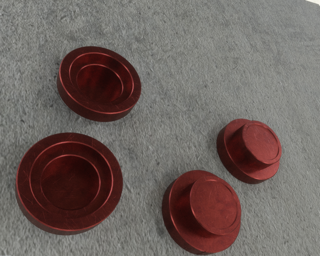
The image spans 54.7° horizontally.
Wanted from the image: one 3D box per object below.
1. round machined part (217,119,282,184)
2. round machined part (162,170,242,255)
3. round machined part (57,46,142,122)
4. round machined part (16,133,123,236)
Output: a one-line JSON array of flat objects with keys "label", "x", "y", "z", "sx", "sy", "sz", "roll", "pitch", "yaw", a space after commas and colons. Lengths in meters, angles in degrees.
[{"label": "round machined part", "x": 0.135, "y": 0.028, "z": 0.448, "sx": 0.099, "sy": 0.042, "sz": 0.098, "roll": 14, "pitch": 56, "yaw": -21}, {"label": "round machined part", "x": 0.055, "y": 0.095, "z": 0.365, "sx": 0.099, "sy": 0.042, "sz": 0.098, "roll": 14, "pitch": 56, "yaw": -21}, {"label": "round machined part", "x": -0.076, "y": -0.049, "z": 0.382, "sx": 0.099, "sy": 0.042, "sz": 0.098, "roll": 14, "pitch": 56, "yaw": -21}, {"label": "round machined part", "x": -0.090, "y": 0.057, "z": 0.309, "sx": 0.099, "sy": 0.042, "sz": 0.098, "roll": 14, "pitch": 56, "yaw": -21}]
